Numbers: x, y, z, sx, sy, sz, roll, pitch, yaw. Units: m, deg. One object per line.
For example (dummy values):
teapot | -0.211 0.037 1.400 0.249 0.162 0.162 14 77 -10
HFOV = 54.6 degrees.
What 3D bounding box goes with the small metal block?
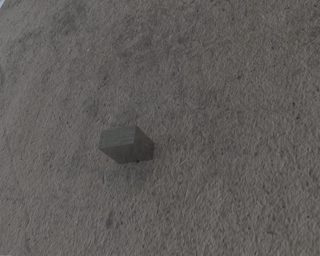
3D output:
small metal block | -0.042 0.023 0.397 0.050 0.050 0.025 -10 58 23
